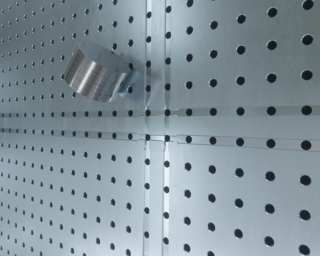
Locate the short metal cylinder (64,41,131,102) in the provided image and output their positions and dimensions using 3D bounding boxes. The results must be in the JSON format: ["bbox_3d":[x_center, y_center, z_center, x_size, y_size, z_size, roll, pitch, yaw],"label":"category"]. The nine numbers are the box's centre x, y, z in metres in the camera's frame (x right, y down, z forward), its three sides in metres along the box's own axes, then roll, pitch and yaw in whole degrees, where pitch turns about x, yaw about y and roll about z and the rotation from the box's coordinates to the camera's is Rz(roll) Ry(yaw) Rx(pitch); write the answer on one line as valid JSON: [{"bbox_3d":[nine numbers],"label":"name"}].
[{"bbox_3d":[-0.089,-0.081,0.445,0.080,0.081,0.050,47,118,29],"label":"short metal cylinder"}]
